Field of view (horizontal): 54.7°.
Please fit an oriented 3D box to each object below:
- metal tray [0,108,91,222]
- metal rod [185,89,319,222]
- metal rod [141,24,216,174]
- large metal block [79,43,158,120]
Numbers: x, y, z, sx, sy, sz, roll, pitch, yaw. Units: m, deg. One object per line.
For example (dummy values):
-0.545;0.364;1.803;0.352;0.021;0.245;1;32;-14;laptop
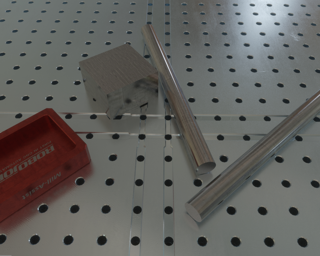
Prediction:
-0.163;0.039;0.369;0.131;0.030;0.090;-35;59;-26;metal tray
0.148;0.015;0.396;0.302;0.025;0.025;-34;58;-26;metal rod
0.016;-0.064;0.461;0.025;0.025;0.300;-11;51;-10;metal rod
-0.058;-0.069;0.449;0.081;0.050;0.080;-28;56;-22;large metal block
